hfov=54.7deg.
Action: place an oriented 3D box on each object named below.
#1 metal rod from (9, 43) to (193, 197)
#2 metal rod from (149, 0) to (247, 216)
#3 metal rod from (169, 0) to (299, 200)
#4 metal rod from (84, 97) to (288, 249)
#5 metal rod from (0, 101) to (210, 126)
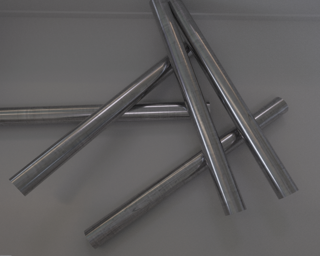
[{"bbox_3d":[-0.051,-0.029,0.391,0.025,0.025,0.301,41,64,13],"label":"metal rod"},{"bbox_3d":[0.042,-0.041,0.392,0.025,0.025,0.299,-16,74,-6],"label":"metal rod"},{"bbox_3d":[0.084,-0.051,0.400,0.025,0.025,0.299,-24,72,-8],"label":"metal rod"},{"bbox_3d":[0.042,0.049,0.391,0.301,0.025,0.025,-33,74,-12],"label":"metal rod"},{"bbox_3d":[-0.085,-0.020,0.416,0.302,0.025,0.025,-2,70,-1],"label":"metal rod"}]
